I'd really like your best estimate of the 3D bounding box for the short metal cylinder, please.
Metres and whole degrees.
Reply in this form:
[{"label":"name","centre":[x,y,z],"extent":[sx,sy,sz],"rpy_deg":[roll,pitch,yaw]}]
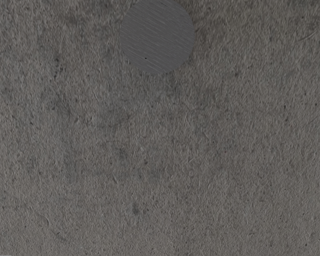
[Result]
[{"label":"short metal cylinder","centre":[-0.003,-0.107,0.357],"extent":[0.081,0.050,0.079],"rpy_deg":[0,110,0]}]
